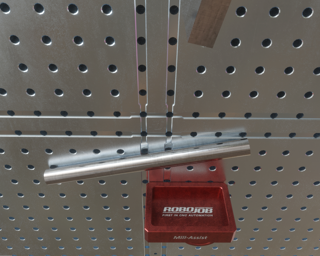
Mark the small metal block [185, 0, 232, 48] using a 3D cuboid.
[{"bbox_3d":[0.044,-0.113,0.299,0.025,0.050,0.050,11,129,-9],"label":"small metal block"}]

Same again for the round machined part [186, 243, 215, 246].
[{"bbox_3d":[0.071,0.173,0.549,0.099,0.042,0.097,0,130,0],"label":"round machined part"}]

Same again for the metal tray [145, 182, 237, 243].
[{"bbox_3d":[0.043,0.128,0.478,0.131,0.090,0.030,1,130,-1],"label":"metal tray"}]

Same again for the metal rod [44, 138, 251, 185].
[{"bbox_3d":[-0.023,0.051,0.454,0.301,0.025,0.025,-9,130,7],"label":"metal rod"}]
